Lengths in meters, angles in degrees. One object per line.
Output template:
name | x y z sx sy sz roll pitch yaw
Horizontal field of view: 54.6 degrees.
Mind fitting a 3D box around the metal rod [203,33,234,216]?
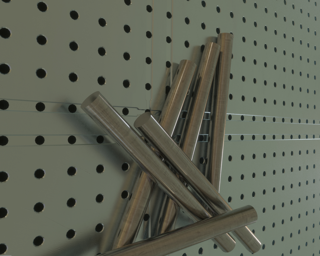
metal rod | 0.089 0.001 0.481 0.025 0.025 0.299 10 84 -40

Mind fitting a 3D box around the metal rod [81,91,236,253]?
metal rod | 0.015 0.071 0.386 0.300 0.025 0.025 50 61 -28

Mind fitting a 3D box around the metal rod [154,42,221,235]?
metal rod | 0.041 0.016 0.442 0.025 0.025 0.299 26 74 -37

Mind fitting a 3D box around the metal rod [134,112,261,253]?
metal rod | 0.065 0.090 0.428 0.300 0.025 0.025 49 61 -29

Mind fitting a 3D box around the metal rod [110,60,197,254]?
metal rod | -0.009 0.045 0.400 0.025 0.025 0.300 32 70 -36

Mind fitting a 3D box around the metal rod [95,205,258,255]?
metal rod | -0.008 0.140 0.360 0.302 0.025 0.025 -9 96 -27
